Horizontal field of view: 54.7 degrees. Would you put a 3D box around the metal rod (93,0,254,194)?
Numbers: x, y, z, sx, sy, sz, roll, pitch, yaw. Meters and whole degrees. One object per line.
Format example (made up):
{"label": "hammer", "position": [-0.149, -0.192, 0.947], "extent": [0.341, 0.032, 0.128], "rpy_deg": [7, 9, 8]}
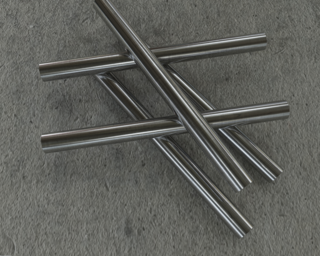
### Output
{"label": "metal rod", "position": [0.006, -0.052, 0.376], "extent": [0.025, 0.025, 0.299], "rpy_deg": [-33, 74, -11]}

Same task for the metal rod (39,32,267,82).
{"label": "metal rod", "position": [-0.006, -0.097, 0.418], "extent": [0.302, 0.025, 0.025], "rpy_deg": [-9, 71, -4]}

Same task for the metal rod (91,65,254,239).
{"label": "metal rod", "position": [0.003, 0.016, 0.403], "extent": [0.025, 0.025, 0.300], "rpy_deg": [-39, 75, -13]}

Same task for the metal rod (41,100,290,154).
{"label": "metal rod", "position": [0.010, -0.002, 0.384], "extent": [0.302, 0.025, 0.025], "rpy_deg": [-8, 70, -4]}

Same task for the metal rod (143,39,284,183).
{"label": "metal rod", "position": [0.044, -0.043, 0.425], "extent": [0.025, 0.025, 0.300], "rpy_deg": [-41, 75, -14]}
